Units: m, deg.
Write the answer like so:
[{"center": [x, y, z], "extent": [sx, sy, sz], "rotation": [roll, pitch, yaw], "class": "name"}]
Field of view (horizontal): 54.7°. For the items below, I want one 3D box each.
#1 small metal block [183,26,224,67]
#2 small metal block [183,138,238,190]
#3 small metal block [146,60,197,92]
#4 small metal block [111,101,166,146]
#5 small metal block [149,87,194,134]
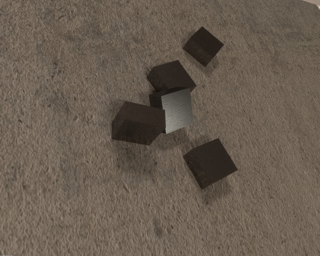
[{"center": [0.075, -0.140, 0.532], "extent": [0.050, 0.025, 0.050], "rotation": [40, 51, -1], "class": "small metal block"}, {"center": [0.067, 0.047, 0.413], "extent": [0.050, 0.025, 0.050], "rotation": [-18, 72, -35], "class": "small metal block"}, {"center": [0.017, -0.068, 0.457], "extent": [0.050, 0.025, 0.050], "rotation": [-25, 75, -37], "class": "small metal block"}, {"center": [-0.027, -0.004, 0.377], "extent": [0.050, 0.050, 0.025], "rotation": [11, 57, -23], "class": "small metal block"}, {"center": [0.016, -0.025, 0.413], "extent": [0.050, 0.025, 0.050], "rotation": [-21, 111, -36], "class": "small metal block"}]
